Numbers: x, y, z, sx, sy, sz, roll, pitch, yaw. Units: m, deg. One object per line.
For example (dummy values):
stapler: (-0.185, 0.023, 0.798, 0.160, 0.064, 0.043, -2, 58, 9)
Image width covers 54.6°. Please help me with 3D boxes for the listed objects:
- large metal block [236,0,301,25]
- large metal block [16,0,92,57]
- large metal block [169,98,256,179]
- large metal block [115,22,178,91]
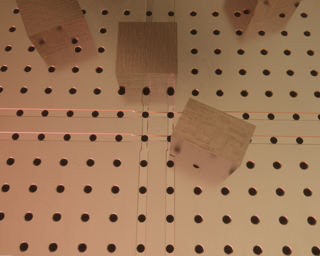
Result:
large metal block: (0.164, -0.217, 0.479, 0.080, 0.050, 0.080, -18, 71, -7)
large metal block: (-0.156, -0.164, 0.458, 0.080, 0.050, 0.080, -22, 72, -8)
large metal block: (0.059, 0.016, 0.377, 0.080, 0.080, 0.050, 24, 72, 8)
large metal block: (-0.017, -0.100, 0.435, 0.080, 0.050, 0.080, 0, 70, 0)
